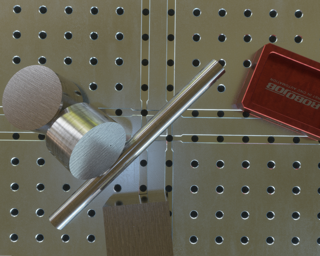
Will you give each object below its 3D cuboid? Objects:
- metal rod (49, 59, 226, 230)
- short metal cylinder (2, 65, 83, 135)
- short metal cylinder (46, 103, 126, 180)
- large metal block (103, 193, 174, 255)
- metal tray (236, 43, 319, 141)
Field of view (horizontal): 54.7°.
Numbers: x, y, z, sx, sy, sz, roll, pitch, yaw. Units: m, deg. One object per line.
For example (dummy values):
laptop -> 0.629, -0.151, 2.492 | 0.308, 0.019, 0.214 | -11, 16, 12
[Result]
metal rod -> -0.030, 0.022, 0.412 | 0.300, 0.025, 0.025 | -44, 90, 0
short metal cylinder -> -0.145, -0.032, 0.389 | 0.080, 0.050, 0.080 | -2, 80, 14
short metal cylinder -> -0.089, 0.016, 0.378 | 0.050, 0.080, 0.080 | 35, 90, 31
large metal block -> -0.026, 0.132, 0.401 | 0.080, 0.050, 0.080 | -5, 90, 0
metal tray -> 0.180, -0.046, 0.411 | 0.131, 0.030, 0.090 | 22, 90, 0
